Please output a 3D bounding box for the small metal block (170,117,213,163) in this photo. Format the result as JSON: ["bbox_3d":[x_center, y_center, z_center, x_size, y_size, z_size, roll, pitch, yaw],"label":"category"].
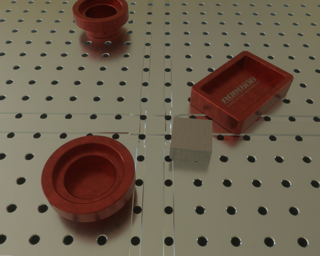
[{"bbox_3d":[0.040,0.015,0.396,0.050,0.025,0.050,5,50,4],"label":"small metal block"}]

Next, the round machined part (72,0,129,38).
[{"bbox_3d":[-0.106,-0.201,0.564,0.099,0.042,0.098,0,50,0],"label":"round machined part"}]

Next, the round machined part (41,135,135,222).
[{"bbox_3d":[-0.076,0.059,0.346,0.099,0.042,0.098,0,50,0],"label":"round machined part"}]

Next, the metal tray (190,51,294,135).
[{"bbox_3d":[0.119,-0.056,0.453,0.131,0.030,0.090,-36,59,-27],"label":"metal tray"}]
